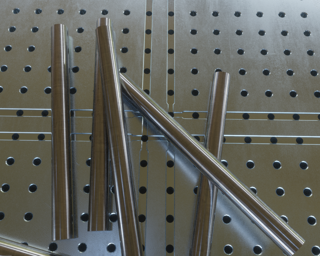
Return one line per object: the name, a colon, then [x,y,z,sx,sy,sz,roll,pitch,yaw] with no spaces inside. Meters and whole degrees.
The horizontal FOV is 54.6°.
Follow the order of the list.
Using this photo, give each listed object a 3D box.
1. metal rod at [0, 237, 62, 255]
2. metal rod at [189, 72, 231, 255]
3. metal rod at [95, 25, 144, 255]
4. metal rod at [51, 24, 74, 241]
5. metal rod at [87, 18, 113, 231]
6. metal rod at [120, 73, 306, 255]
metal rod: [-0.233,0.129,0.363,0.301,0.025,0.025,14,71,5]
metal rod: [0.061,0.065,0.388,0.025,0.025,0.299,10,70,3]
metal rod: [-0.054,0.008,0.392,0.025,0.025,0.299,-8,76,-3]
metal rod: [-0.132,-0.009,0.414,0.025,0.025,0.299,-7,70,-2]
metal rod: [-0.078,-0.018,0.418,0.025,0.025,0.299,-2,70,-1]
metal rod: [0.042,0.028,0.378,0.025,0.025,0.300,-40,66,-13]
